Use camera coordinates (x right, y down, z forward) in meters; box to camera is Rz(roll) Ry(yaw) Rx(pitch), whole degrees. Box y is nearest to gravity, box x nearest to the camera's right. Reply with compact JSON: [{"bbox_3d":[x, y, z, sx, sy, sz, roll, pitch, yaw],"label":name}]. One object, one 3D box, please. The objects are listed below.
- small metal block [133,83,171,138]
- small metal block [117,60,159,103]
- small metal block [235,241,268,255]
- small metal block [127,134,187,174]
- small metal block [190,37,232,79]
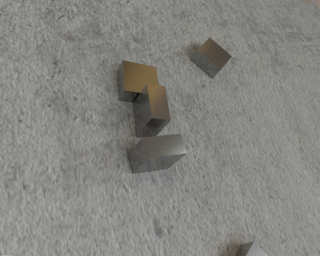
[{"bbox_3d":[-0.012,-0.021,0.395,0.025,0.050,0.050,6,59,-26],"label":"small metal block"},{"bbox_3d":[-0.030,-0.061,0.426,0.050,0.025,0.050,7,59,-25],"label":"small metal block"},{"bbox_3d":[0.109,0.171,0.360,0.050,0.025,0.050,47,51,4],"label":"small metal block"},{"bbox_3d":[-0.004,0.031,0.368,0.050,0.050,0.025,-4,64,-30],"label":"small metal block"},{"bbox_3d":[0.087,-0.119,0.525,0.050,0.025,0.050,41,51,-1],"label":"small metal block"}]
